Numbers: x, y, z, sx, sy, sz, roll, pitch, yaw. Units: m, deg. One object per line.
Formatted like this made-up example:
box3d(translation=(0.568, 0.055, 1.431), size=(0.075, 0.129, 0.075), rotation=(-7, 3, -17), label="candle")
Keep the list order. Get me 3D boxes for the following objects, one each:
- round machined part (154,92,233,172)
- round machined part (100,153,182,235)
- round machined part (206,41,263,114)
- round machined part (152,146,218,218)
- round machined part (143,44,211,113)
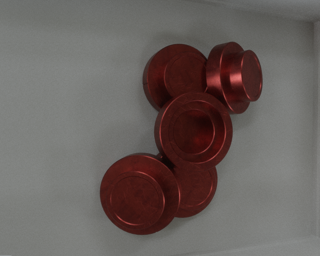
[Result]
box3d(translation=(0.039, 0.005, 0.392), size=(0.099, 0.042, 0.097), rotation=(0, 90, -21), label="round machined part")
box3d(translation=(-0.025, 0.081, 0.369), size=(0.098, 0.042, 0.097), rotation=(1, 94, 9), label="round machined part")
box3d(translation=(0.106, -0.068, 0.417), size=(0.099, 0.042, 0.097), rotation=(5, 84, -50), label="round machined part")
box3d(translation=(0.035, 0.072, 0.414), size=(0.099, 0.042, 0.097), rotation=(0, 90, -21), label="round machined part")
box3d(translation=(0.030, -0.063, 0.411), size=(0.099, 0.042, 0.097), rotation=(0, 90, -21), label="round machined part")
